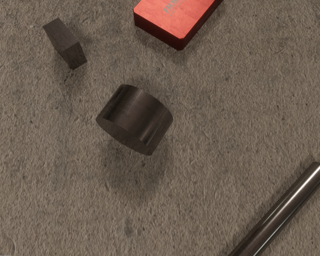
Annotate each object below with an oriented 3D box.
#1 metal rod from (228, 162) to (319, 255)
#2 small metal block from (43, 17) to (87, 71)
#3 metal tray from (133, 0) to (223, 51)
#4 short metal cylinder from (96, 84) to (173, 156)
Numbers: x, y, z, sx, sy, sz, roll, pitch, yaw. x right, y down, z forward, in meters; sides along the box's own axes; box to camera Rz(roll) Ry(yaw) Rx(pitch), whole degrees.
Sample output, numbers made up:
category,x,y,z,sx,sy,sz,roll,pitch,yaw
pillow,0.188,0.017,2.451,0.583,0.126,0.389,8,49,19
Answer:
category,x,y,z,sx,sy,sz,roll,pitch,yaw
metal rod,0.094,0.148,0.355,0.301,0.025,0.025,-41,76,-14
small metal block,-0.133,-0.117,0.436,0.025,0.050,0.050,-37,75,-12
metal tray,0.032,-0.191,0.476,0.090,0.030,0.130,34,73,11
short metal cylinder,-0.031,-0.009,0.382,0.080,0.080,0.050,29,73,10
